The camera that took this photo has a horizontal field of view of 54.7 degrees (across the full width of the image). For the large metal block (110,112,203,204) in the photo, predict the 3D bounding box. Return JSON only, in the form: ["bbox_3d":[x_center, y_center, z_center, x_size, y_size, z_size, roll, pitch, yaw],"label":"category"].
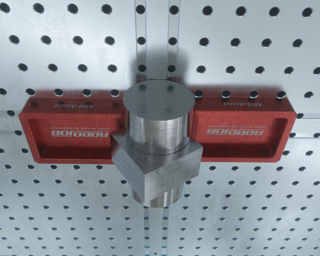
[{"bbox_3d":[-0.006,0.033,0.384,0.081,0.080,0.050,-22,136,-27],"label":"large metal block"}]

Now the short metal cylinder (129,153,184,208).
[{"bbox_3d":[-0.004,0.062,0.428,0.081,0.080,0.050,1,130,-1],"label":"short metal cylinder"}]

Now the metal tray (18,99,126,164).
[{"bbox_3d":[-0.107,0.007,0.413,0.131,0.030,0.089,1,130,-1],"label":"metal tray"}]

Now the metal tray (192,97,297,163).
[{"bbox_3d":[0.102,0.005,0.413,0.131,0.030,0.089,1,130,-1],"label":"metal tray"}]

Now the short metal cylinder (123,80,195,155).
[{"bbox_3d":[-0.002,-0.014,0.363,0.081,0.080,0.050,1,130,-1],"label":"short metal cylinder"}]
